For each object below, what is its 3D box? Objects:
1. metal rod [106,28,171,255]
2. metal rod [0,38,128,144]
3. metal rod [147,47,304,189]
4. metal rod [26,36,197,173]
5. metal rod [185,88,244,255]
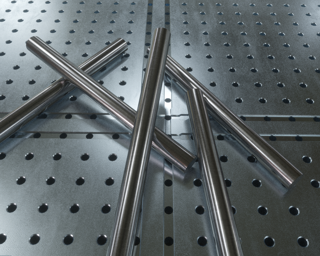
[{"bbox_3d":[-0.019,-0.001,0.367,0.025,0.025,0.299,7,63,5],"label":"metal rod"},{"bbox_3d":[-0.154,-0.050,0.447,0.025,0.025,0.301,30,56,22],"label":"metal rod"},{"bbox_3d":[0.073,-0.033,0.436,0.025,0.025,0.300,-27,55,-21],"label":"metal rod"},{"bbox_3d":[-0.077,-0.041,0.418,0.300,0.025,0.025,37,59,18],"label":"metal rod"},{"bbox_3d":[0.062,0.073,0.337,0.025,0.025,0.300,-4,53,-4],"label":"metal rod"}]
